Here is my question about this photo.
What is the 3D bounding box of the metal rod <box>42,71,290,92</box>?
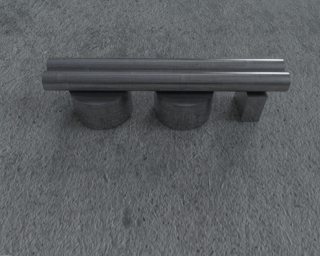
[{"bbox_3d":[0.008,-0.058,0.388,0.302,0.025,0.025,0,50,0],"label":"metal rod"}]

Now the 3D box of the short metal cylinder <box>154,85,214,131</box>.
[{"bbox_3d":[0.032,-0.042,0.424,0.081,0.050,0.080,0,50,0],"label":"short metal cylinder"}]

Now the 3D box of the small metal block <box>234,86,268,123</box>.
[{"bbox_3d":[0.123,-0.042,0.426,0.025,0.050,0.050,-1,50,-1],"label":"small metal block"}]

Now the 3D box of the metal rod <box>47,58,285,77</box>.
[{"bbox_3d":[0.008,-0.079,0.405,0.302,0.025,0.025,0,50,0],"label":"metal rod"}]

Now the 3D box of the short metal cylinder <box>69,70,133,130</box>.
[{"bbox_3d":[-0.079,-0.043,0.423,0.081,0.050,0.080,0,50,0],"label":"short metal cylinder"}]
